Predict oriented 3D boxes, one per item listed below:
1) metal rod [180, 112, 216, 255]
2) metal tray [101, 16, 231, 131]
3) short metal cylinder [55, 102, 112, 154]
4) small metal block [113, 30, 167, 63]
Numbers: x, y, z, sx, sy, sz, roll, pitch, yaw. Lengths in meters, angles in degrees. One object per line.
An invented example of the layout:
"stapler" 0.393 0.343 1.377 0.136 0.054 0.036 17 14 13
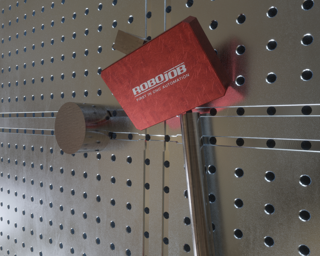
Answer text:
"metal rod" 0.051 0.131 0.365 0.025 0.025 0.298 -9 84 39
"metal tray" 0.004 -0.059 0.366 0.130 0.030 0.090 -22 109 33
"short metal cylinder" -0.122 0.000 0.491 0.080 0.050 0.079 0 90 39
"small metal block" -0.025 -0.106 0.412 0.050 0.050 0.025 32 110 35
